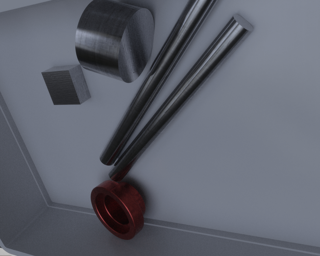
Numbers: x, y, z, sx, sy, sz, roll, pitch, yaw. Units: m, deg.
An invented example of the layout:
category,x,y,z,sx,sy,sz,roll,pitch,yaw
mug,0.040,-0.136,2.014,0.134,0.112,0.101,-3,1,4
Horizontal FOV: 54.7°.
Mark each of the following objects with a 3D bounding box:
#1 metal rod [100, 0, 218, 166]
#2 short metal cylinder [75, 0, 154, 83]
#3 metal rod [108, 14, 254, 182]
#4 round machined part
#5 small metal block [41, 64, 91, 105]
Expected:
category,x,y,z,sx,sy,sz,roll,pitch,yaw
metal rod,-0.014,-0.047,0.385,0.025,0.025,0.298,37,129,3
short metal cylinder,-0.047,-0.095,0.338,0.050,0.080,0.079,20,126,16
metal rod,0.006,-0.014,0.395,0.025,0.025,0.298,41,129,0
round machined part,-0.062,0.125,0.497,0.098,0.042,0.097,22,127,32
small metal block,-0.132,-0.061,0.439,0.050,0.025,0.050,1,119,27
